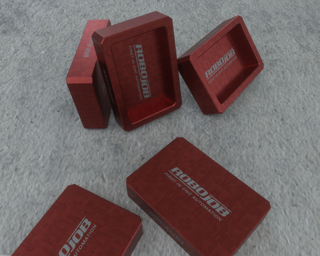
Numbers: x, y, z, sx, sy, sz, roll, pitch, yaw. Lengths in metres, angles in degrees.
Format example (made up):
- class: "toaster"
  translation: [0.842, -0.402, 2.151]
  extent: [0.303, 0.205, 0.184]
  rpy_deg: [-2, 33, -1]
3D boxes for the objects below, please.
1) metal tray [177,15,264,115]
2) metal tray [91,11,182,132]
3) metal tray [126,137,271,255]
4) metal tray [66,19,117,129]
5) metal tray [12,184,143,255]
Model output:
- class: "metal tray"
  translation: [0.089, -0.090, 0.439]
  extent: [0.131, 0.090, 0.030]
  rpy_deg: [-44, 22, -31]
- class: "metal tray"
  translation: [-0.023, -0.068, 0.389]
  extent: [0.091, 0.129, 0.030]
  rpy_deg: [-26, 41, -19]
- class: "metal tray"
  translation: [0.038, 0.077, 0.336]
  extent: [0.130, 0.030, 0.091]
  rpy_deg: [37, 59, 27]
- class: "metal tray"
  translation: [-0.085, -0.074, 0.421]
  extent: [0.030, 0.090, 0.130]
  rpy_deg: [0, 50, 5]
- class: "metal tray"
  translation: [-0.086, 0.127, 0.292]
  extent: [0.090, 0.030, 0.130]
  rpy_deg: [22, 53, 17]
